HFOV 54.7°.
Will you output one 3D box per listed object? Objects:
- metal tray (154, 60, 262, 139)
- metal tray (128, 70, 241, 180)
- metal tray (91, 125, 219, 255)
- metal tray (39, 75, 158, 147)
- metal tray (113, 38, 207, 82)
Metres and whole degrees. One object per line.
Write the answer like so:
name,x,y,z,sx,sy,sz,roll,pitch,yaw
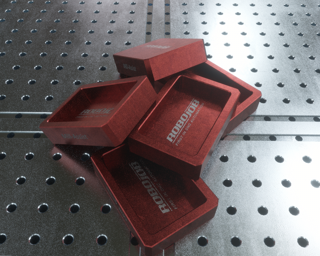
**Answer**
metal tray,0.066,-0.052,0.448,0.091,0.030,0.130,-36,59,-27
metal tray,0.032,-0.011,0.375,0.090,0.030,0.130,23,53,17
metal tray,-0.009,0.063,0.351,0.091,0.030,0.130,-26,55,-21
metal tray,-0.077,-0.021,0.381,0.130,0.030,0.090,0,42,40
metal tray,-0.004,-0.103,0.452,0.091,0.030,0.130,-24,24,-20
